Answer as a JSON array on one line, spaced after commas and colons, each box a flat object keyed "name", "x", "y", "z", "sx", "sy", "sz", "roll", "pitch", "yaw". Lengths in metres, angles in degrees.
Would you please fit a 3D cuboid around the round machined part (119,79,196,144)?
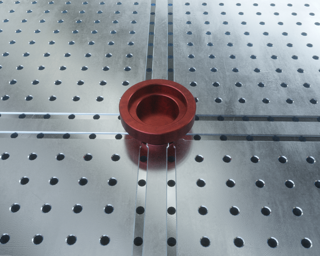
[{"name": "round machined part", "x": -0.003, "y": -0.017, "z": 0.410, "sx": 0.099, "sy": 0.042, "sz": 0.098, "roll": 0, "pitch": 50, "yaw": 0}]
